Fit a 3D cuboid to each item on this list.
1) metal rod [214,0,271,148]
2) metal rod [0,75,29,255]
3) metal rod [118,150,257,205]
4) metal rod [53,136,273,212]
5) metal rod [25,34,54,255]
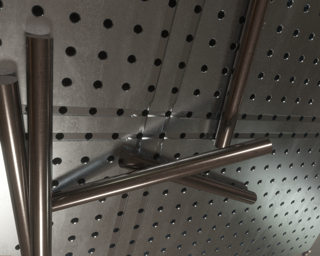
[{"bbox_3d":[0.116,-0.103,0.412,0.025,0.025,0.298,-6,121,-26],"label":"metal rod"},{"bbox_3d":[-0.166,0.083,0.372,0.025,0.025,0.298,-8,122,-25],"label":"metal rod"},{"bbox_3d":[0.063,0.087,0.502,0.302,0.025,0.025,23,106,-37],"label":"metal rod"},{"bbox_3d":[0.004,0.060,0.412,0.302,0.025,0.025,-14,125,-6],"label":"metal rod"},{"bbox_3d":[-0.135,0.050,0.350,0.025,0.025,0.298,-3,115,-27],"label":"metal rod"}]
